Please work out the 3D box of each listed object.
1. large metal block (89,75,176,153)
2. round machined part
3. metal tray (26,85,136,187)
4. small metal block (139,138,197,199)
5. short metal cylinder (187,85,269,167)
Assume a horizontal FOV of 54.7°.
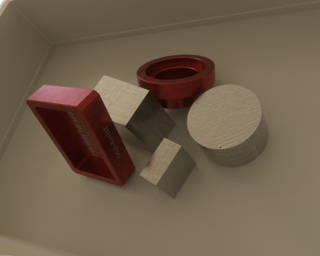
[{"bbox_3d":[-0.038,-0.016,0.399,0.080,0.080,0.050,23,74,36],"label":"large metal block"},{"bbox_3d":[0.022,-0.058,0.400,0.099,0.042,0.098,-6,31,4],"label":"round machined part"},{"bbox_3d":[-0.092,0.011,0.376,0.090,0.129,0.030,9,47,32],"label":"metal tray"},{"bbox_3d":[0.011,0.047,0.354,0.025,0.050,0.050,25,75,36],"label":"small metal block"},{"bbox_3d":[0.077,-0.002,0.350,0.080,0.050,0.080,-13,56,20],"label":"short metal cylinder"}]
